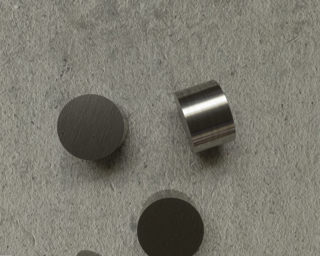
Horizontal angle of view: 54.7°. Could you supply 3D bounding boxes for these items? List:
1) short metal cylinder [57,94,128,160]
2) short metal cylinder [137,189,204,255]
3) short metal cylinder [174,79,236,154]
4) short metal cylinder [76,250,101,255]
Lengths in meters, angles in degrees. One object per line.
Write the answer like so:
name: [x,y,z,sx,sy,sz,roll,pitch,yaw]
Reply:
short metal cylinder: [-0.083,-0.001,0.397,0.081,0.050,0.080,0,90,0]
short metal cylinder: [0.013,0.123,0.397,0.081,0.050,0.080,0,90,0]
short metal cylinder: [0.054,-0.014,0.383,0.050,0.080,0.080,-19,90,0]
short metal cylinder: [-0.088,0.200,0.382,0.080,0.080,0.050,41,90,0]
